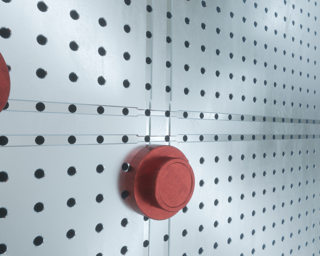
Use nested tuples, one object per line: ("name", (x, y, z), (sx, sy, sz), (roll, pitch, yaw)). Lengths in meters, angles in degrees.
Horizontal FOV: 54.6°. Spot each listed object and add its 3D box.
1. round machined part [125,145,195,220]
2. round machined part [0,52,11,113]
("round machined part", (0.007, 0.071, 0.403), (0.099, 0.042, 0.097), (0, 90, -40))
("round machined part", (-0.173, -0.040, 0.237), (0.098, 0.042, 0.098), (37, 44, -45))
